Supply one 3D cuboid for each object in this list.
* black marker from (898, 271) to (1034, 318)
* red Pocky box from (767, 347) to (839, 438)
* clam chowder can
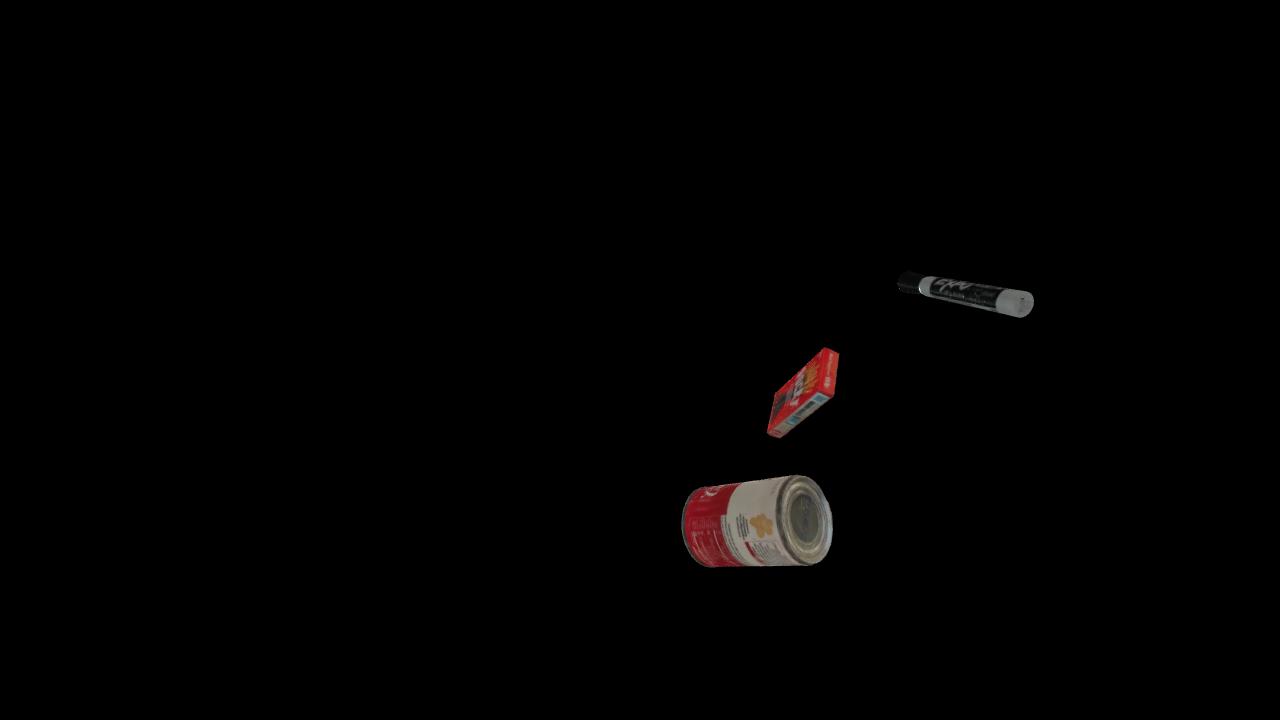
[{"bbox_3d":[0.248,-0.054,0.483,0.020,0.020,0.121,0,15,-19],"label":"black marker"},{"bbox_3d":[0.246,0.052,0.938,0.028,0.083,0.155,25,-36,-5],"label":"red Pocky box"},{"bbox_3d":[0.092,0.130,0.491,0.068,0.068,0.102,0,-14,-42],"label":"clam chowder can"}]
